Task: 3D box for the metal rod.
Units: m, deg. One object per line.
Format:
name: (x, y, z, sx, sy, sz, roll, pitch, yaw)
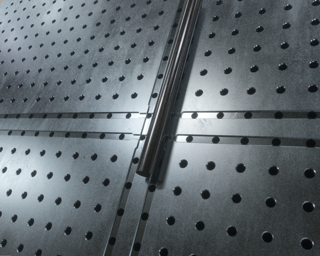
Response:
metal rod: (0.019, -0.074, 0.442, 0.025, 0.025, 0.300, 1, 62, 28)
